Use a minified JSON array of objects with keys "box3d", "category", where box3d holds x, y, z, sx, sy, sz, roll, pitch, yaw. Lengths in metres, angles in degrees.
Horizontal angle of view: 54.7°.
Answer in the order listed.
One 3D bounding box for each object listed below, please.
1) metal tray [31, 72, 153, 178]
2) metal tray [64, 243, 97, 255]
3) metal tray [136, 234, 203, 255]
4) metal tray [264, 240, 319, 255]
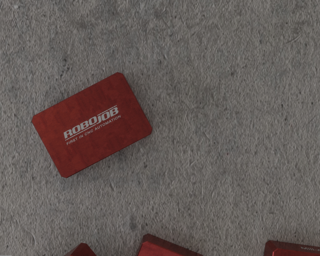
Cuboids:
[{"box3d":[-0.086,-0.004,0.407,0.130,0.030,0.090,-28,90,0],"category":"metal tray"},{"box3d":[-0.117,0.216,0.389,0.130,0.030,0.090,-39,90,16],"category":"metal tray"},{"box3d":[-0.003,0.218,0.407,0.090,0.030,0.129,22,90,0],"category":"metal tray"},{"box3d":[0.203,0.206,0.409,0.131,0.030,0.089,8,90,0],"category":"metal tray"}]
